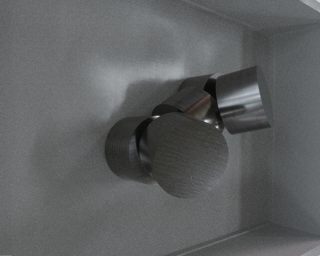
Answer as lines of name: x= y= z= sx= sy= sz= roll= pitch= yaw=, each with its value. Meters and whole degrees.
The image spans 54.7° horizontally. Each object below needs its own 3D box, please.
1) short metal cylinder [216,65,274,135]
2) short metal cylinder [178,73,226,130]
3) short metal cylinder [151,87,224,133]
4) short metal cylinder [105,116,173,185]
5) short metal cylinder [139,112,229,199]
short metal cylinder: x=0.110 y=-0.035 z=0.398 sx=0.080 sy=0.050 sz=0.080 roll=35 pitch=49 yaw=-52
short metal cylinder: x=0.070 y=-0.037 z=0.449 sx=0.081 sy=0.050 sz=0.079 roll=0 pitch=90 yaw=-40
short metal cylinder: x=0.035 y=-0.007 z=0.400 sx=0.050 sy=0.080 sz=0.080 roll=-37 pitch=113 yaw=-34
short metal cylinder: x=-0.019 y=0.026 z=0.374 sx=0.081 sy=0.050 sz=0.079 roll=0 pitch=90 yaw=-40
short metal cylinder: x=0.024 y=0.027 z=0.326 sx=0.081 sy=0.050 sz=0.079 roll=-5 pitch=104 yaw=-19
